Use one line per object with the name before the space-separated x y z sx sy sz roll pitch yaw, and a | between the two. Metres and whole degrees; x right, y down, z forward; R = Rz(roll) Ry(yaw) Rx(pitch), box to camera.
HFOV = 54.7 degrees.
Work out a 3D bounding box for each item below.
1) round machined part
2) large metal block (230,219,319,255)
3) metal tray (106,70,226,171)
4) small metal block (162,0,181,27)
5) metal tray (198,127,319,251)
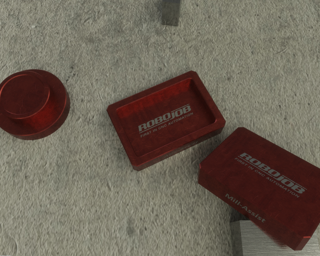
round machined part | -0.174 -0.036 0.411 0.099 0.042 0.098 0 70 0
large metal block | 0.127 0.144 0.343 0.081 0.050 0.080 -1 70 -1
metal tray | 0.008 -0.011 0.409 0.131 0.030 0.090 -24 72 -9
small metal block | 0.019 -0.190 0.464 0.025 0.050 0.050 8 70 3
metal tray | 0.120 0.060 0.350 0.130 0.030 0.091 33 53 29
